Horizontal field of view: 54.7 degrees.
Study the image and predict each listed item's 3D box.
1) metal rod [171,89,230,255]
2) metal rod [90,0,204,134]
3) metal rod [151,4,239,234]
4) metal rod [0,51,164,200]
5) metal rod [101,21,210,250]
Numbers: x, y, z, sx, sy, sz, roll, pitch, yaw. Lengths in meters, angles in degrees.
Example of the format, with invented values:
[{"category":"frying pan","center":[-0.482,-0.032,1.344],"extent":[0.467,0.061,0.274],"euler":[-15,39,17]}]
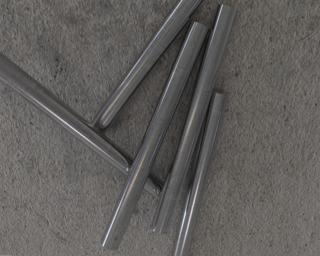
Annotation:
[{"category":"metal rod","center":[0.050,0.091,0.443],"extent":[0.025,0.025,0.298],"euler":[9,110,-4]},{"category":"metal rod","center":[0.006,-0.109,0.369],"extent":[0.025,0.025,0.299],"euler":[35,106,-12]},{"category":"metal rod","center":[0.039,0.000,0.394],"extent":[0.025,0.025,0.298],"euler":[15,104,-6]},{"category":"metal rod","center":[-0.091,0.006,0.382],"extent":[0.025,0.025,0.300],"euler":[-41,116,14]},{"category":"metal rod","center":[-0.009,0.016,0.386],"extent":[0.025,0.025,0.298],"euler":[21,98,-8]}]
